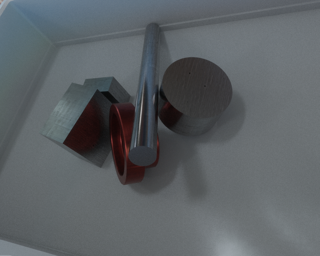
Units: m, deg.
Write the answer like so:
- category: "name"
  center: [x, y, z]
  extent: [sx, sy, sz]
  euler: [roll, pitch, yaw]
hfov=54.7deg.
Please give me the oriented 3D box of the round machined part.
- category: "round machined part"
  center: [-0.031, 0.017, 0.376]
  extent: [0.042, 0.097, 0.098]
  euler: [-7, 51, -18]

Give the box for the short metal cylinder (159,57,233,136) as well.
- category: "short metal cylinder"
  center: [0.039, -0.036, 0.368]
  extent: [0.081, 0.050, 0.080]
  euler: [4, 65, -8]

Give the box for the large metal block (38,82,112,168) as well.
- category: "large metal block"
  center: [-0.100, -0.003, 0.423]
  extent: [0.050, 0.080, 0.080]
  euler: [17, 71, 34]

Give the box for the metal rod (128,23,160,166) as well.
- category: "metal rod"
  center: [-0.013, -0.068, 0.393]
  extent: [0.025, 0.025, 0.300]
  euler: [-20, 35, 16]

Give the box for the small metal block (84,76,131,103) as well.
- category: "small metal block"
  center: [-0.080, -0.050, 0.460]
  extent: [0.050, 0.050, 0.025]
  euler: [0, 62, 28]
